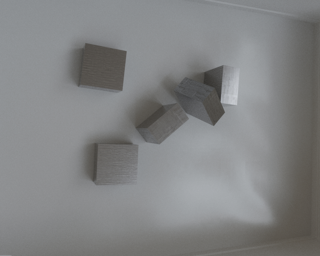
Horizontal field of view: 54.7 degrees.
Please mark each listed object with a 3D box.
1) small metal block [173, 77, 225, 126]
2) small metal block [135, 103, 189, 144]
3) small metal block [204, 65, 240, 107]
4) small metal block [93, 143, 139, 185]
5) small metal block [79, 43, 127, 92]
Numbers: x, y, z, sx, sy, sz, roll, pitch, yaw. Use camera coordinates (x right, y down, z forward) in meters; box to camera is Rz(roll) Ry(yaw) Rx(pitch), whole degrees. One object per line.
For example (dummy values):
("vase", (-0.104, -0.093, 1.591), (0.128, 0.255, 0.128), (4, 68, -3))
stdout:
("small metal block", (0.052, -0.035, 0.408), (0.025, 0.050, 0.050), (-49, 138, -13))
("small metal block", (0.002, -0.006, 0.399), (0.050, 0.050, 0.025), (-40, 103, -16))
("small metal block", (0.083, -0.056, 0.429), (0.025, 0.050, 0.050), (6, 87, -21))
("small metal block", (-0.056, 0.045, 0.391), (0.050, 0.025, 0.050), (3, 89, -20))
("small metal block", (-0.071, -0.073, 0.385), (0.050, 0.025, 0.050), (7, 88, -20))
